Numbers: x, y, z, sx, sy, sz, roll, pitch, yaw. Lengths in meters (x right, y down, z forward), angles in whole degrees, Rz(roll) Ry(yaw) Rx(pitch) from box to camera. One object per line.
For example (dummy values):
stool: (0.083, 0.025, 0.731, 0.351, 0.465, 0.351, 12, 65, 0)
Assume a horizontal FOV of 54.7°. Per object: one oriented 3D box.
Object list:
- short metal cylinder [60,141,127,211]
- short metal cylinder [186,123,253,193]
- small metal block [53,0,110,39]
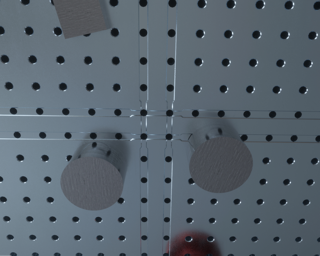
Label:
short metal cylinder: (-0.088, 0.064, 0.423, 0.081, 0.050, 0.079, 0, 110, 0)
short metal cylinder: (0.077, 0.039, 0.415, 0.081, 0.050, 0.079, 0, 110, 0)
small metal block: (-0.091, -0.136, 0.362, 0.050, 0.025, 0.050, -12, 110, 4)
